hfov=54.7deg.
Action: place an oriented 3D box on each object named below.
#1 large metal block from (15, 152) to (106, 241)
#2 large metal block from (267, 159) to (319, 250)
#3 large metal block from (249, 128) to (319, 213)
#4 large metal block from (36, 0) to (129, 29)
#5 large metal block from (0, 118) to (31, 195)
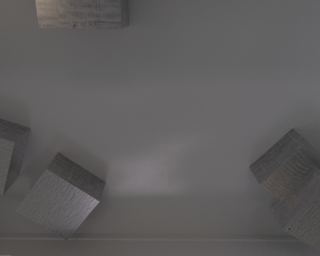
[{"bbox_3d":[-0.136,0.095,0.432,0.080,0.050,0.080,36,106,-12],"label":"large metal block"},{"bbox_3d":[0.198,0.099,0.383,0.080,0.050,0.080,31,107,-11],"label":"large metal block"},{"bbox_3d":[0.185,0.062,0.422,0.080,0.050,0.080,40,105,-14],"label":"large metal block"},{"bbox_3d":[-0.078,-0.134,0.332,0.081,0.080,0.050,1,110,0],"label":"large metal block"},{"bbox_3d":[-0.228,0.031,0.407,0.080,0.050,0.079,19,109,-7],"label":"large metal block"}]
